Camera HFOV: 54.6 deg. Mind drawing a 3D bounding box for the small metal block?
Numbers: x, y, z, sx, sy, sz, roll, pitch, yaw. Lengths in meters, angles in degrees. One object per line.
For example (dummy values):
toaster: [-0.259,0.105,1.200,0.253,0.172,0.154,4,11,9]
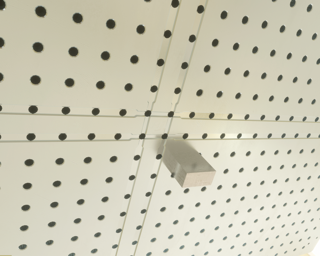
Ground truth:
small metal block: [0.045,0.061,0.456,0.050,0.050,0.025,1,118,-29]
